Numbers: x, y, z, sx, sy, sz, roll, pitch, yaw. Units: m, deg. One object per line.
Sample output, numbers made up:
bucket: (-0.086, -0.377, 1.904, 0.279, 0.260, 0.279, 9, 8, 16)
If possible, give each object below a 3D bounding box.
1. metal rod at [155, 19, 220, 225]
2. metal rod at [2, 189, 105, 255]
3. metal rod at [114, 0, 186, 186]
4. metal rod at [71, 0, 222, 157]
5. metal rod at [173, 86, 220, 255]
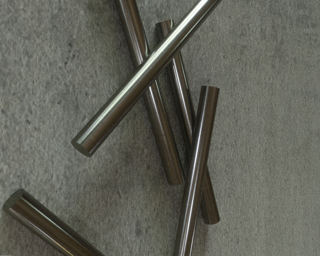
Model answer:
metal rod: (0.043, 0.000, 0.442, 0.025, 0.025, 0.298, -24, 106, -38)
metal rod: (-0.056, 0.172, 0.359, 0.300, 0.025, 0.025, 52, 59, -28)
metal rod: (-0.017, -0.066, 0.392, 0.025, 0.025, 0.298, -26, 107, -37)
metal rod: (0.002, -0.087, 0.374, 0.025, 0.025, 0.301, 52, 60, -28)
metal rod: (0.044, 0.092, 0.423, 0.025, 0.025, 0.298, 9, 91, -40)
